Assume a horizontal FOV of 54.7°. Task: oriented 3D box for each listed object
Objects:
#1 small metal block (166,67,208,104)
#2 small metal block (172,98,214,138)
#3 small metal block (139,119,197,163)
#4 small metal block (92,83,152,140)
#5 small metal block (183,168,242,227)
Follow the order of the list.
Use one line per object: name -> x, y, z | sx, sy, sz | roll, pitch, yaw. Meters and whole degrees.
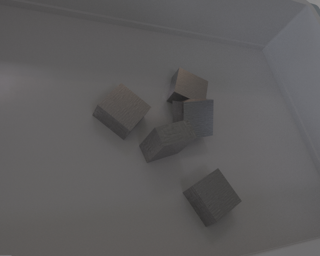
small metal block -> 0.042, -0.055, 0.461 | 0.050, 0.025, 0.050 | 23, 53, -14
small metal block -> 0.045, -0.013, 0.422 | 0.050, 0.025, 0.050 | -8, 103, -32
small metal block -> 0.009, 0.016, 0.384 | 0.050, 0.050, 0.025 | -14, 69, -34
small metal block -> -0.048, -0.022, 0.393 | 0.050, 0.025, 0.050 | 39, 51, -2
small metal block -> 0.066, 0.086, 0.388 | 0.050, 0.025, 0.050 | -26, 76, -37
